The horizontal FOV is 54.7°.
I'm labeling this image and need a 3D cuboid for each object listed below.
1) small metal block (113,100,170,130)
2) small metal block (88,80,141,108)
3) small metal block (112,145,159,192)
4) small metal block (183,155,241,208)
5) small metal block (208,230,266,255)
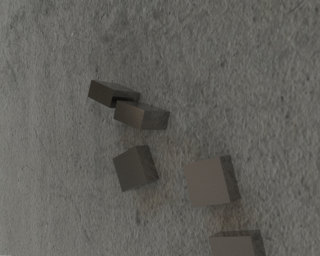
[{"bbox_3d":[-0.024,-0.017,0.406,0.050,0.050,0.025,22,104,37],"label":"small metal block"},{"bbox_3d":[-0.065,-0.047,0.440,0.050,0.050,0.025,26,107,36],"label":"small metal block"},{"bbox_3d":[-0.034,0.057,0.431,0.050,0.025,0.050,-30,72,35],"label":"small metal block"},{"bbox_3d":[0.059,0.061,0.355,0.050,0.025,0.050,-19,78,38],"label":"small metal block"},{"bbox_3d":[0.085,0.139,0.333,0.050,0.025,0.050,-18,79,38],"label":"small metal block"}]
